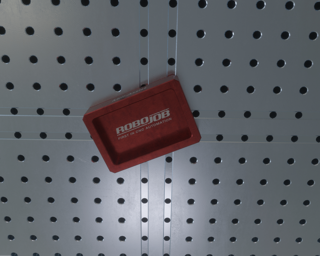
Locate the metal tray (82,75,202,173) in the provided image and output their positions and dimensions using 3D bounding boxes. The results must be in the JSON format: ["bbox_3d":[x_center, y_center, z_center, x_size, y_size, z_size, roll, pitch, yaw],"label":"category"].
[{"bbox_3d":[-0.022,-0.004,0.408,0.130,0.030,0.090,-21,109,7],"label":"metal tray"}]
